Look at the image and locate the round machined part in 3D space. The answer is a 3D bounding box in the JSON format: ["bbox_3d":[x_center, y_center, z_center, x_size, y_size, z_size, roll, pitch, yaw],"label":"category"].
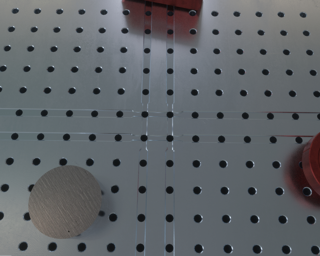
[{"bbox_3d":[0.226,0.048,0.386,0.099,0.042,0.098,0,70,0],"label":"round machined part"}]

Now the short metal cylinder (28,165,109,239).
[{"bbox_3d":[-0.105,0.089,0.365,0.081,0.050,0.080,0,70,0],"label":"short metal cylinder"}]

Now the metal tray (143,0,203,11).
[{"bbox_3d":[0.005,-0.230,0.459,0.131,0.090,0.030,12,64,4],"label":"metal tray"}]
